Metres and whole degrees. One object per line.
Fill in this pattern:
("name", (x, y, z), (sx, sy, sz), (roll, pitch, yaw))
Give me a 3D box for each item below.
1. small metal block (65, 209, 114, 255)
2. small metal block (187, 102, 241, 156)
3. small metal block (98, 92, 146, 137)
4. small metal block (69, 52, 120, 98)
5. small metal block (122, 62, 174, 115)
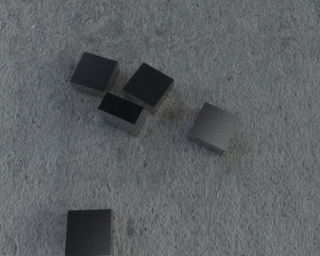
("small metal block", (-0.081, 0.122, 0.363), (0.050, 0.025, 0.050), (-2, 70, -1))
("small metal block", (0.070, 0.001, 0.408), (0.050, 0.025, 0.050), (26, 72, 9))
("small metal block", (-0.048, -0.016, 0.400), (0.050, 0.050, 0.025), (23, 72, 8))
("small metal block", (-0.090, -0.073, 0.434), (0.050, 0.025, 0.050), (18, 71, 6))
("small metal block", (-0.015, -0.054, 0.428), (0.050, 0.025, 0.050), (31, 73, 10))
